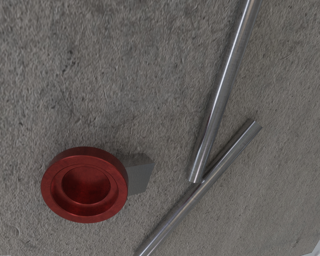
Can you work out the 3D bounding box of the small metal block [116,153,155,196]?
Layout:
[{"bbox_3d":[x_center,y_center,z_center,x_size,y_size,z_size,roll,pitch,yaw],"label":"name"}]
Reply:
[{"bbox_3d":[-0.040,0.064,0.418,0.050,0.025,0.050,-4,121,-43],"label":"small metal block"}]

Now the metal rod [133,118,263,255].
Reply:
[{"bbox_3d":[0.058,0.107,0.504,0.025,0.025,0.299,33,100,-38],"label":"metal rod"}]

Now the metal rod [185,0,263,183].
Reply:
[{"bbox_3d":[0.085,-0.053,0.420,0.025,0.025,0.298,0,119,-28],"label":"metal rod"}]

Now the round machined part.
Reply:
[{"bbox_3d":[-0.087,0.064,0.374,0.099,0.042,0.097,-2,117,-3],"label":"round machined part"}]
